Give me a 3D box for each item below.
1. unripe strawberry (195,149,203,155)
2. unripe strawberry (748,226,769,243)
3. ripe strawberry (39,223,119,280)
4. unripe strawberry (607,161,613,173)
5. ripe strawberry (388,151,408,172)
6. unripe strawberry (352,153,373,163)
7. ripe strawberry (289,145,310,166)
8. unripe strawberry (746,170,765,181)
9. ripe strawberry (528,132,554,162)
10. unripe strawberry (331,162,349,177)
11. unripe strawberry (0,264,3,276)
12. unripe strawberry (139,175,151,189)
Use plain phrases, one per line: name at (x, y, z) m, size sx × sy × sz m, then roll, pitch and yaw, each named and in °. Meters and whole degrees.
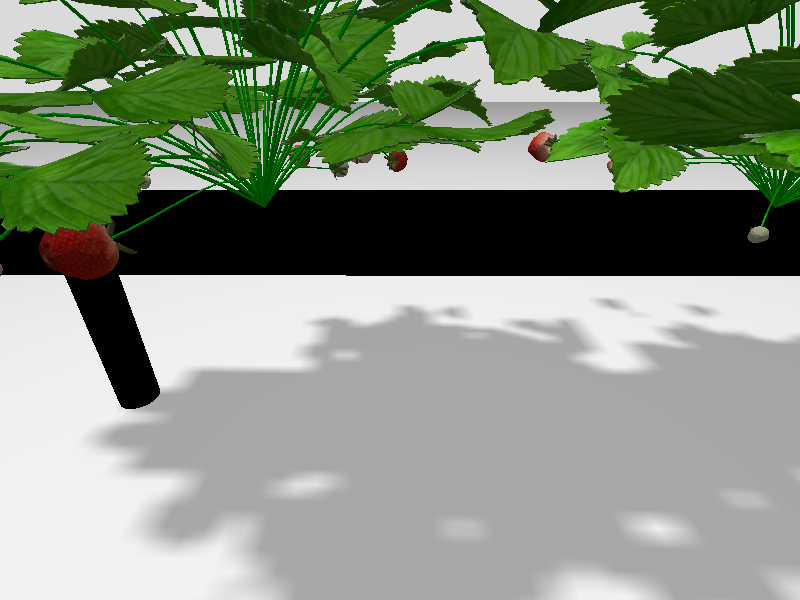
unripe strawberry at (-0.256, -0.186, 0.507) m, size 0.011 × 0.011 × 0.010 m, roll -19°, pitch 33°, yaw -32°
unripe strawberry at (0.240, -0.043, 0.268) m, size 0.011 × 0.011 × 0.011 m, roll 25°, pitch 37°, yaw 38°
ripe strawberry at (-0.171, -0.027, 0.212) m, size 0.030 × 0.034 × 0.033 m, roll 9°, pitch 30°, yaw 16°
unripe strawberry at (0.260, -0.163, 0.484) m, size 0.016 × 0.019 × 0.018 m, roll -12°, pitch 30°, yaw -21°
ripe strawberry at (-0.001, -0.172, 0.493) m, size 0.024 × 0.027 × 0.026 m, roll 18°, pitch 33°, yaw 31°
unripe strawberry at (-0.052, -0.200, 0.543) m, size 0.033 × 0.028 × 0.033 m, roll 8°, pitch 28°, yaw 15°
ripe strawberry at (-0.133, -0.192, 0.532) m, size 0.027 × 0.028 × 0.029 m, roll -2°, pitch 27°, yaw -3°
unripe strawberry at (0.397, -0.140, 0.448) m, size 0.016 × 0.014 × 0.016 m, roll 16°, pitch -31°, yaw 27°
ripe strawberry at (0.201, -0.217, 0.569) m, size 0.037 × 0.039 × 0.041 m, roll -13°, pitch 19°, yaw -24°
unripe strawberry at (-0.070, -0.157, 0.472) m, size 0.022 × 0.023 × 0.023 m, roll 9°, pitch 29°, yaw 17°
unripe strawberry at (-0.222, -0.016, 0.210) m, size 0.019 × 0.019 × 0.017 m, roll 17°, pitch -11°, yaw 29°
unripe strawberry at (-0.257, -0.118, 0.401) m, size 0.012 × 0.015 × 0.015 m, roll 12°, pitch 30°, yaw 21°
